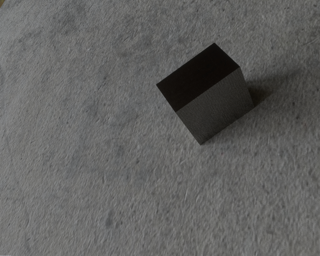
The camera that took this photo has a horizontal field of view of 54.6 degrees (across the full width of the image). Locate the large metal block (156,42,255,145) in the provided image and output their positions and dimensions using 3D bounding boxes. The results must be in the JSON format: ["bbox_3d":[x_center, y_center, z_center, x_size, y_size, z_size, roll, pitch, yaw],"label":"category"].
[{"bbox_3d":[0.055,-0.037,0.363,0.080,0.080,0.050,-36,51,5],"label":"large metal block"}]
